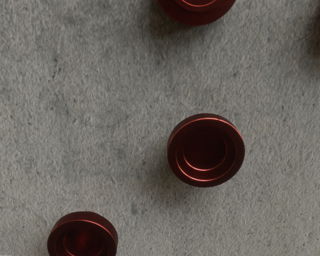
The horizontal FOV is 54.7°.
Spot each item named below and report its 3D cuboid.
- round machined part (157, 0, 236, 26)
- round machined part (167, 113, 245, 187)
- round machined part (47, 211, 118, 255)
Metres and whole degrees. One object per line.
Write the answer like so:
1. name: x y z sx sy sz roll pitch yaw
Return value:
1. round machined part: 0.041 -0.164 0.341 0.099 0.042 0.097 0 110 -1
2. round machined part: 0.058 0.026 0.411 0.099 0.042 0.097 0 110 -1
3. round machined part: -0.111 0.164 0.460 0.099 0.042 0.097 0 110 -1
